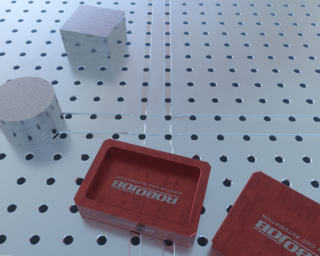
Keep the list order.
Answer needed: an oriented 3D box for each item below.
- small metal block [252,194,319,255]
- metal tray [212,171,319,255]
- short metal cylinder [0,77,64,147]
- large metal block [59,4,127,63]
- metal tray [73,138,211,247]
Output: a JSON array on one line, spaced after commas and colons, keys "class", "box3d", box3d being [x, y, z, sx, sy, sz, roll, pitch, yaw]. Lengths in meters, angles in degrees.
[{"class": "small metal block", "box3d": [0.135, 0.103, 0.323, 0.050, 0.025, 0.050, -35, 58, -26]}, {"class": "metal tray", "box3d": [0.127, 0.112, 0.294, 0.130, 0.030, 0.090, 30, 74, 22]}, {"class": "short metal cylinder", "box3d": [-0.174, -0.022, 0.408, 0.081, 0.050, 0.080, 0, 50, 0]}, {"class": "large metal block", "box3d": [-0.109, -0.161, 0.525, 0.080, 0.050, 0.080, 12, 51, 9]}, {"class": "metal tray", "box3d": [-0.016, 0.068, 0.347, 0.131, 0.030, 0.090, 13, 51, 10]}]
